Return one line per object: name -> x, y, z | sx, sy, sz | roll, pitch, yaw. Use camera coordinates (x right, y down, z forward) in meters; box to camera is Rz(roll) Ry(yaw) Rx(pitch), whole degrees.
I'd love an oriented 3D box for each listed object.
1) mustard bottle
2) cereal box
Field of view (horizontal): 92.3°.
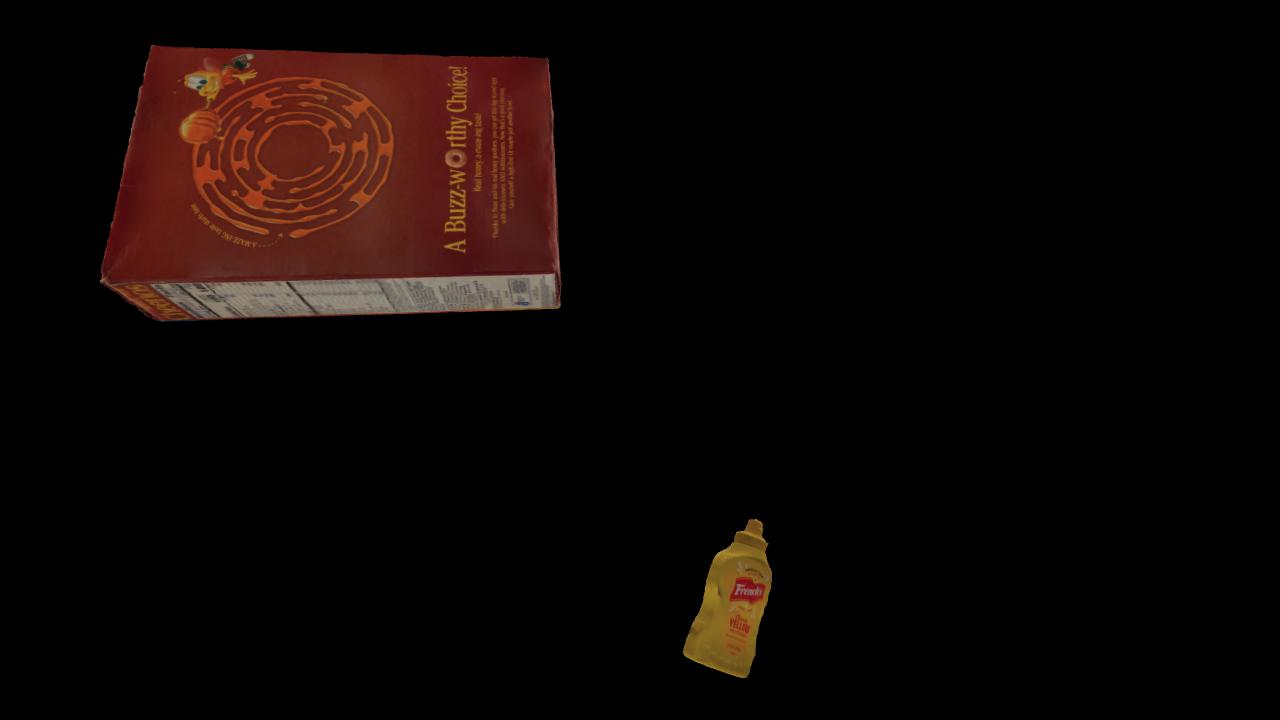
mustard bottle -> 0.120, 0.288, 0.767 | 0.092, 0.184, 0.054 | 28, -20, -18
cereal box -> -0.219, -0.139, 0.484 | 0.306, 0.203, 0.081 | -3, -19, -8
